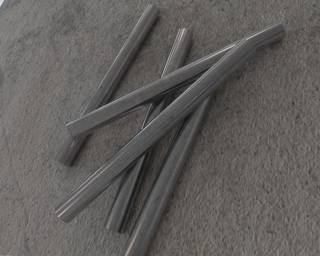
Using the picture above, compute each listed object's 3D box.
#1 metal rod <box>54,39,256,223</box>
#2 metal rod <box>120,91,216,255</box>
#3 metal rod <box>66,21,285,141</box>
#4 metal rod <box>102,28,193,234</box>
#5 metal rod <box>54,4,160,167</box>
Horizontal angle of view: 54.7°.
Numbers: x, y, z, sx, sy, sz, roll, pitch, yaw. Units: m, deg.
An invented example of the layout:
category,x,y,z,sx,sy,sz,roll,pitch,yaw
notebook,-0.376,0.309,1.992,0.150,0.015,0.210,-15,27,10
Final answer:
category,x,y,z,sx,sy,sz,roll,pitch,yaw
metal rod,-0.004,0.003,0.371,0.300,0.025,0.025,-42,51,-1
metal rod,0.003,0.071,0.358,0.025,0.025,0.300,13,68,33
metal rod,0.020,-0.061,0.403,0.301,0.025,0.025,-26,52,1
metal rod,-0.008,-0.012,0.415,0.025,0.025,0.300,6,64,31
metal rod,-0.077,-0.076,0.491,0.025,0.025,0.300,15,69,34
